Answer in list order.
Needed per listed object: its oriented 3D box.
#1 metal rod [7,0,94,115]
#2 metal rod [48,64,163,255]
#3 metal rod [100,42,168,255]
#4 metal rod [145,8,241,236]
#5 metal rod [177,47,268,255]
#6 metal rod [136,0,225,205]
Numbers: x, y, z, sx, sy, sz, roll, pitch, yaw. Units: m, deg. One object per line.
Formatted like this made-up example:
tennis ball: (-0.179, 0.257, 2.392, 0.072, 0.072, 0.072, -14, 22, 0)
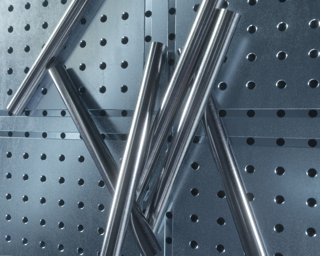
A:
metal rod: (-0.144, -0.145, 0.464, 0.025, 0.025, 0.299, 40, 103, 15)
metal rod: (-0.082, 0.034, 0.423, 0.025, 0.025, 0.299, -37, 71, 16)
metal rod: (-0.033, 0.034, 0.385, 0.025, 0.025, 0.299, 8, 78, 20)
metal rod: (0.030, 0.008, 0.381, 0.025, 0.025, 0.298, 24, 106, 18)
metal rod: (0.079, 0.039, 0.384, 0.025, 0.025, 0.299, -20, 83, 19)
metal rod: (0.015, -0.032, 0.386, 0.025, 0.025, 0.298, 27, 107, 18)
